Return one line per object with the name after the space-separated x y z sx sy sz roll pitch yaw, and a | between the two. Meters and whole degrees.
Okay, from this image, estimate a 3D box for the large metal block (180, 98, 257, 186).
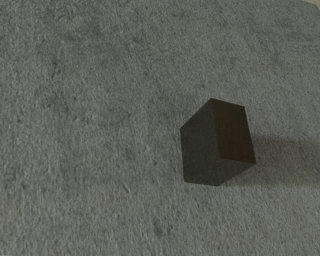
0.069 0.021 0.395 0.050 0.080 0.080 11 57 -23 | large metal block
